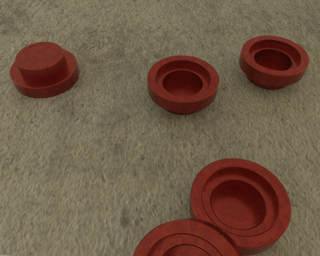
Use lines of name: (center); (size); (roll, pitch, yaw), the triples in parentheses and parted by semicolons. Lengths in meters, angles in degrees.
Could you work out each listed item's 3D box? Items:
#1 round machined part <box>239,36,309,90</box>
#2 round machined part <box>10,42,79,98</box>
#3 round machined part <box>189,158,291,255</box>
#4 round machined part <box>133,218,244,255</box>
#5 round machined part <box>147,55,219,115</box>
round machined part: (0.171, -0.096, 0.476); (0.099, 0.042, 0.098); (0, 50, 0)
round machined part: (-0.176, -0.094, 0.469); (0.099, 0.042, 0.098); (0, 50, 0)
round machined part: (0.080, 0.083, 0.323); (0.099, 0.042, 0.098); (0, 50, 0)
round machined part: (0.027, 0.128, 0.266); (0.098, 0.042, 0.098); (-4, 77, 19)
round machined part: (0.032, -0.057, 0.440); (0.099, 0.042, 0.098); (0, 50, 0)
